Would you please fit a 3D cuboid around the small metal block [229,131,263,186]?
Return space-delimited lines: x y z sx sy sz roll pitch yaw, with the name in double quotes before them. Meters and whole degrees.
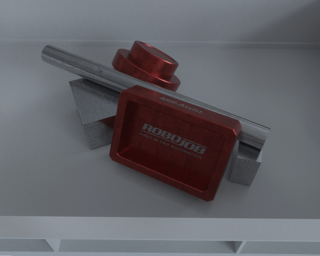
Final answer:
"small metal block" 0.101 0.031 0.362 0.025 0.050 0.050 11 51 9

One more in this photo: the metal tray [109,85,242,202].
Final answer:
"metal tray" 0.012 0.015 0.344 0.130 0.089 0.030 21 26 16

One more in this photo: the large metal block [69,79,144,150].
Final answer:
"large metal block" -0.066 -0.028 0.409 0.081 0.050 0.080 -18 52 -15

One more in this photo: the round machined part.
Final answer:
"round machined part" -0.013 -0.087 0.431 0.098 0.042 0.098 26 20 -10

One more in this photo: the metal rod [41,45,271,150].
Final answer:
"metal rod" -0.019 -0.044 0.374 0.301 0.025 0.025 23 54 18
